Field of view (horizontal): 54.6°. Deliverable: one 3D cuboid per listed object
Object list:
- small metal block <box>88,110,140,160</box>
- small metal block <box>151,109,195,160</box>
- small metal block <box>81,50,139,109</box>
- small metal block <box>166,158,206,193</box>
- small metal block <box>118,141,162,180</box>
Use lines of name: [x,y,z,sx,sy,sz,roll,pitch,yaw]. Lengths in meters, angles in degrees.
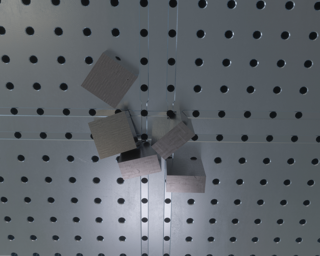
small metal block: [-0.060,0.009,0.409,0.050,0.025,0.050,-18,93,6]
small metal block: [0.016,0.007,0.403,0.050,0.050,0.025,-40,105,13]
small metal block: [-0.062,-0.061,0.390,0.050,0.025,0.050,35,106,-12]
small metal block: [0.034,0.064,0.424,0.050,0.050,0.025,1,110,-1]
small metal block: [-0.026,0.041,0.415,0.050,0.050,0.025,-13,110,5]
